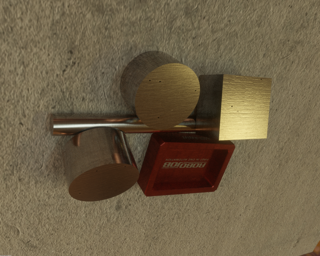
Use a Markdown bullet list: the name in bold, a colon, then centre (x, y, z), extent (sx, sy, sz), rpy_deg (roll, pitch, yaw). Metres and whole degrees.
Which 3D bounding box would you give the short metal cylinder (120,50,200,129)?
- **short metal cylinder**: centre (-0.001, -0.045, 0.364), extent (0.081, 0.050, 0.079), rpy_deg (-14, 124, -21)

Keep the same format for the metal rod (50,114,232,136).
- **metal rod**: centre (0.014, -0.006, 0.414), extent (0.303, 0.025, 0.025), rpy_deg (-1, 119, -28)

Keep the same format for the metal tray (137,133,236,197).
- **metal tray**: centre (0.040, 0.054, 0.459), extent (0.131, 0.030, 0.089), rpy_deg (3, 117, -30)

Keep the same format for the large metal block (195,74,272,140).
- **large metal block**: centre (0.097, -0.028, 0.412), extent (0.081, 0.050, 0.079), rpy_deg (-1, 98, -28)

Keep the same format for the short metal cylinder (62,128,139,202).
- **short metal cylinder**: centre (-0.070, 0.044, 0.365), extent (0.081, 0.050, 0.080), rpy_deg (-15, 145, -11)
